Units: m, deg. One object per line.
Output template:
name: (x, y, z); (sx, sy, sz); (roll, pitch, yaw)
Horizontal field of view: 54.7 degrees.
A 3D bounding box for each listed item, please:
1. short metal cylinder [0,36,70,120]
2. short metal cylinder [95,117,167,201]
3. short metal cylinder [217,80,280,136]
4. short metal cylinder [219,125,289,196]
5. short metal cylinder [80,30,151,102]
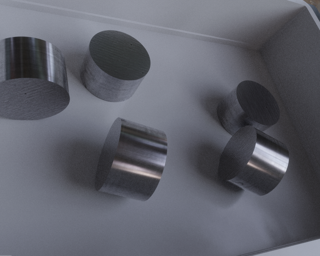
short metal cylinder: (-0.139, -0.049, 0.326); (0.081, 0.080, 0.050); (0, 62, -29)
short metal cylinder: (-0.032, 0.034, 0.333); (0.050, 0.080, 0.080); (18, 55, -18)
short metal cylinder: (0.137, -0.027, 0.482); (0.081, 0.050, 0.080); (14, 56, -21)
short metal cylinder: (0.122, 0.043, 0.412); (0.050, 0.080, 0.080); (27, 52, -12)
short metal cylinder: (-0.059, -0.081, 0.408); (0.081, 0.050, 0.080); (14, 56, -21)
